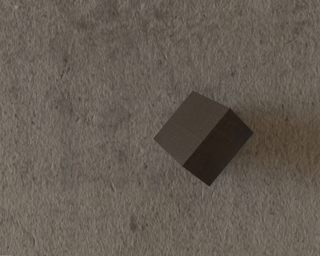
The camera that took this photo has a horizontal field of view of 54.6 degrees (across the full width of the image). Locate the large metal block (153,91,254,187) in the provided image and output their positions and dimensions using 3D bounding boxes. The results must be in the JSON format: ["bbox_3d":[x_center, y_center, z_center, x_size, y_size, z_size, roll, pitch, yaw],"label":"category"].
[{"bbox_3d":[0.049,0.010,0.376,0.050,0.080,0.080,39,90,-32],"label":"large metal block"}]
